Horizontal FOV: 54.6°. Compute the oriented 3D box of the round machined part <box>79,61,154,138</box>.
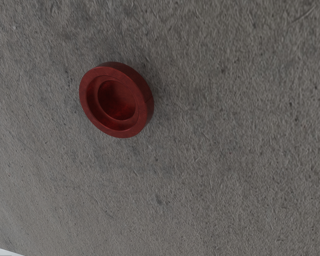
[{"bbox_3d":[-0.051,-0.039,0.399,0.098,0.042,0.097,13,124,21],"label":"round machined part"}]
